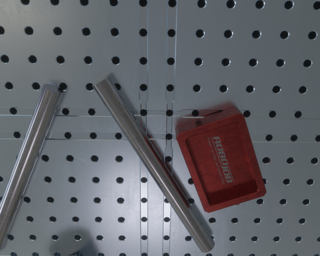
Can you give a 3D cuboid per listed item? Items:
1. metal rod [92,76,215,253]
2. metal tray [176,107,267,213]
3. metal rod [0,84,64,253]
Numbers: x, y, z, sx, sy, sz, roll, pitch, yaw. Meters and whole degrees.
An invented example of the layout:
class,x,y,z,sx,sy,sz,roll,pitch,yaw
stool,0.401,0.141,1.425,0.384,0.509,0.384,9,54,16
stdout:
class,x,y,z,sx,sy,sz,roll,pitch,yaw
metal rod,-0.001,0.062,0.436,0.025,0.025,0.299,-28,108,10
metal tray,0.085,0.046,0.428,0.090,0.030,0.129,-19,109,7
metal rod,-0.201,0.076,0.439,0.025,0.025,0.298,25,108,-9
